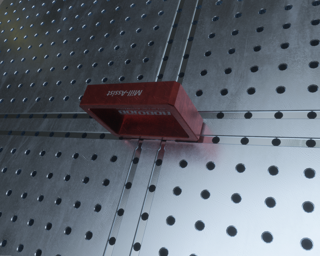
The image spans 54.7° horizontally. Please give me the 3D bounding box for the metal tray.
[{"bbox_3d":[-0.022,-0.019,0.388,0.130,0.090,0.030,2,63,28],"label":"metal tray"}]
